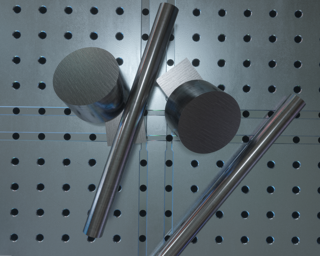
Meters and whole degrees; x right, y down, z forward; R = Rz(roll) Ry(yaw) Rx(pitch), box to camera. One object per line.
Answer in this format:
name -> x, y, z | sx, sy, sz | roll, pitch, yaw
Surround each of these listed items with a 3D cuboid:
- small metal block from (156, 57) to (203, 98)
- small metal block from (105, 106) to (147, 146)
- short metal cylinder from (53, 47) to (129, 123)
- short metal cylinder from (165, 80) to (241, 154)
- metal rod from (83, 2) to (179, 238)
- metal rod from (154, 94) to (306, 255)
small metal block -> 0.029, -0.057, 0.413 | 0.050, 0.025, 0.050 | -36, 90, 0
small metal block -> -0.045, -0.004, 0.413 | 0.050, 0.025, 0.050 | -6, 90, 0
short metal cylinder -> -0.084, -0.053, 0.386 | 0.080, 0.050, 0.080 | -3, 67, 8
short metal cylinder -> 0.052, -0.015, 0.385 | 0.081, 0.050, 0.079 | -7, 115, -15
metal rod -> -0.036, -0.010, 0.387 | 0.025, 0.025, 0.299 | 19, 90, 0
metal rod -> 0.088, 0.077, 0.413 | 0.025, 0.025, 0.300 | 40, 90, 0
